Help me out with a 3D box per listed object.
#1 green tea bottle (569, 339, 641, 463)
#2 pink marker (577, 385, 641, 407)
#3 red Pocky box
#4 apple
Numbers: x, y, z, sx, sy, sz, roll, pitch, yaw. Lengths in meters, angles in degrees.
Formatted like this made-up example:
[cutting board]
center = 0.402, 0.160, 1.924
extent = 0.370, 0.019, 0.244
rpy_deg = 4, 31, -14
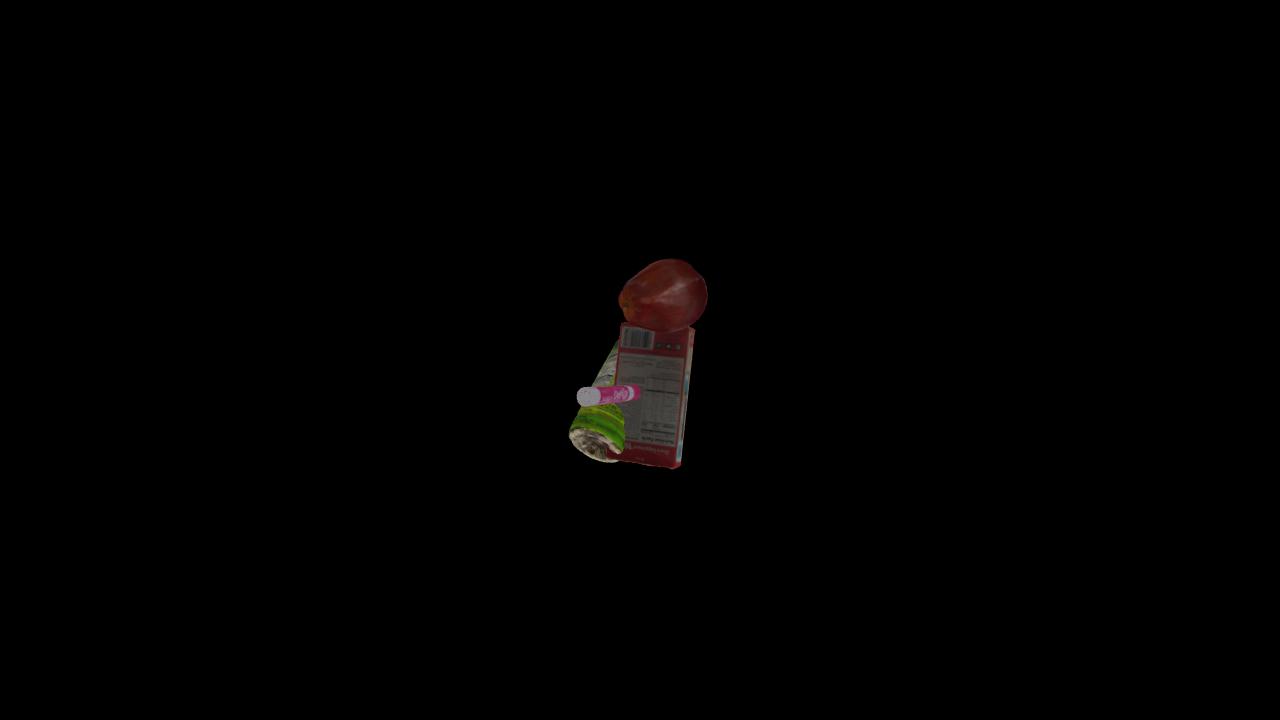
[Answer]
[green tea bottle]
center = -0.012, 0.019, 0.742
extent = 0.073, 0.212, 0.073
rpy_deg = 19, -33, 13
[pink marker]
center = -0.027, 0.035, 0.635
extent = 0.020, 0.020, 0.121
rpy_deg = 0, -1, 25
[red Pocky box]
center = 0.012, 0.038, 0.683
extent = 0.083, 0.155, 0.028
rpy_deg = 6, -3, 19
[apple]
center = 0.026, -0.066, 0.654
extent = 0.093, 0.079, 0.079
rpy_deg = -19, 8, -23
